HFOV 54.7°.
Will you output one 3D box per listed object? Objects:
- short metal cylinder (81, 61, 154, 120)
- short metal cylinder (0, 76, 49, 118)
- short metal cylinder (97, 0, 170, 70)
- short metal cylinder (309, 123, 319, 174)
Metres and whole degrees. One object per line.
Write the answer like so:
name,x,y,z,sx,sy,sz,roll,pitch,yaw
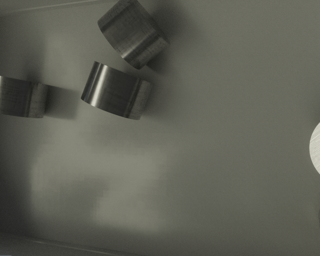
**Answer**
short metal cylinder,-0.055,-0.048,0.400,0.080,0.080,0.050,24,98,18
short metal cylinder,-0.209,-0.046,0.453,0.080,0.080,0.050,12,94,19
short metal cylinder,-0.032,-0.121,0.392,0.050,0.080,0.080,-37,78,16
short metal cylinder,0.201,0.022,0.312,0.080,0.050,0.080,-5,82,42
